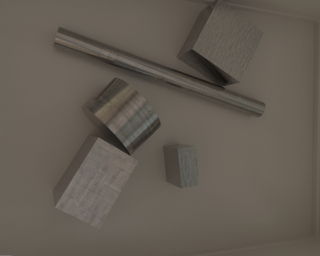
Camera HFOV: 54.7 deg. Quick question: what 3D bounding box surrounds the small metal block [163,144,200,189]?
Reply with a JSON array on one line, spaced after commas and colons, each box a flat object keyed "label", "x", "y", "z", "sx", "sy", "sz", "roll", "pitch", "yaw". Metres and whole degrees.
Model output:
[{"label": "small metal block", "x": 0.027, "y": 0.049, "z": 0.409, "sx": 0.025, "sy": 0.050, "sz": 0.050, "roll": -6, "pitch": 93, "yaw": -20}]

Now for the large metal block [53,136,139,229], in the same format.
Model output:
[{"label": "large metal block", "x": -0.077, "y": 0.056, "z": 0.354, "sx": 0.050, "sy": 0.080, "sz": 0.080, "roll": 33, "pitch": 79, "yaw": -17}]

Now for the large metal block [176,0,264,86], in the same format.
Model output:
[{"label": "large metal block", "x": 0.083, "y": -0.115, "z": 0.429, "sx": 0.080, "sy": 0.050, "sz": 0.080, "roll": 30, "pitch": 80, "yaw": -18}]

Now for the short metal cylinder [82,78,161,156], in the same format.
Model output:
[{"label": "short metal cylinder", "x": -0.045, "y": -0.012, "z": 0.365, "sx": 0.050, "sy": 0.080, "sz": 0.080, "roll": -45, "pitch": 104, "yaw": -15}]

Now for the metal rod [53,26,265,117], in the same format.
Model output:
[{"label": "metal rod", "x": 0.014, "y": -0.068, "z": 0.416, "sx": 0.302, "sy": 0.025, "sz": 0.025, "roll": 16, "pitch": 85, "yaw": -20}]
